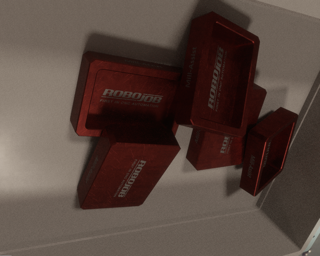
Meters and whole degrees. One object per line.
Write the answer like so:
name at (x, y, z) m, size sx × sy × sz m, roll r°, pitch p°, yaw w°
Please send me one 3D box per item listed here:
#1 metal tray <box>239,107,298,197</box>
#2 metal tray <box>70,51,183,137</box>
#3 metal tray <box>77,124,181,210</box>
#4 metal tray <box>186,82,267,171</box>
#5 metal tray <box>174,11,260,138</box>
metal tray at (0.176, 0.040, 0.506) m, size 0.091 × 0.030 × 0.129 m, roll -31°, pitch 136°, yaw -30°
metal tray at (-0.031, -0.034, 0.368) m, size 0.131 × 0.030 × 0.089 m, roll 4°, pitch 117°, yaw -31°
metal tray at (-0.043, 0.053, 0.393) m, size 0.091 × 0.030 × 0.129 m, roll 5°, pitch 133°, yaw -31°
metal tray at (0.096, -0.002, 0.459) m, size 0.091 × 0.030 × 0.129 m, roll -4°, pitch 120°, yaw -27°
metal tray at (0.071, -0.060, 0.372) m, size 0.091 × 0.030 × 0.129 m, roll 13°, pitch 84°, yaw -34°
